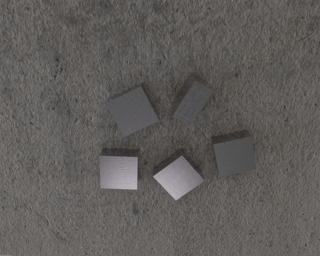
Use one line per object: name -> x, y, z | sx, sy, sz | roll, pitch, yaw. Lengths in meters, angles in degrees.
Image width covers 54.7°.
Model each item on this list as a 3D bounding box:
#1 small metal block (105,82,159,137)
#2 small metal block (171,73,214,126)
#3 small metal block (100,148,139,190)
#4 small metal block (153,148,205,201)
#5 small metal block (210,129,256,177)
small metal block -> -0.034, -0.024, 0.400 | 0.050, 0.025, 0.050 | -25, 108, 8
small metal block -> 0.038, -0.037, 0.383 | 0.025, 0.050, 0.050 | 29, 108, -10
small metal block -> -0.056, 0.057, 0.430 | 0.050, 0.025, 0.050 | 2, 110, -1
small metal block -> 0.026, 0.065, 0.434 | 0.050, 0.025, 0.050 | -38, 106, 12
small metal block -> 0.100, 0.034, 0.423 | 0.050, 0.025, 0.050 | -13, 110, 4
